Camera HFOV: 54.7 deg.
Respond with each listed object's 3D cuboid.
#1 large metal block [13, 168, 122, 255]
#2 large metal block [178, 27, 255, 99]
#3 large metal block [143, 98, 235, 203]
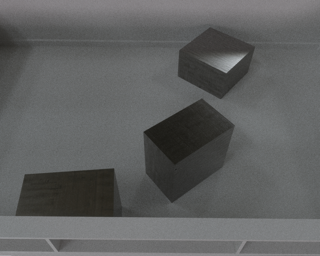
[{"bbox_3d":[-0.081,0.084,0.298,0.081,0.080,0.050,-4,50,-3],"label":"large metal block"},{"bbox_3d":[0.085,-0.102,0.475,0.080,0.050,0.080,33,57,24],"label":"large metal block"},{"bbox_3d":[0.030,0.026,0.348,0.081,0.080,0.050,-30,57,-23],"label":"large metal block"}]
